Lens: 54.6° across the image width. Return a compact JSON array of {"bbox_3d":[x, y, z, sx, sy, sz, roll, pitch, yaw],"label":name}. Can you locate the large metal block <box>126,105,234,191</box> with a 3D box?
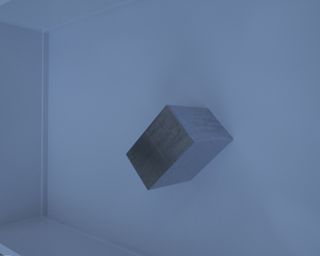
[{"bbox_3d":[0.023,0.021,0.353,0.080,0.081,0.050,-50,61,28],"label":"large metal block"}]
